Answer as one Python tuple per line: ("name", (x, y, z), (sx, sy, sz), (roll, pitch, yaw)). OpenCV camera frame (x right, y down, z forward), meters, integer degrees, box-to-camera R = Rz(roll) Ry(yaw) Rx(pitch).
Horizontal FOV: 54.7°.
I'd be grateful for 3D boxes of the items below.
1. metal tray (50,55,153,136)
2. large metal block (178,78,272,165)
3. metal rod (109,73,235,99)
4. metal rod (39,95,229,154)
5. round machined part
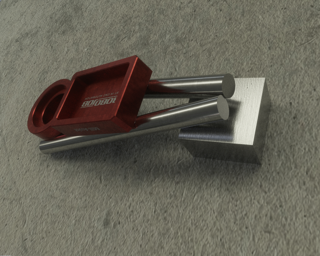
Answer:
("metal tray", (-0.078, -0.038, 0.398), (0.130, 0.030, 0.090), (-4, 59, 40))
("large metal block", (0.076, -0.009, 0.352), (0.080, 0.050, 0.080), (4, 64, 29))
("metal rod", (-0.039, -0.051, 0.414), (0.300, 0.025, 0.025), (5, 64, 44))
("metal rod", (-0.057, 0.004, 0.390), (0.300, 0.025, 0.025), (-12, 56, 36))
("round machined part", (-0.156, -0.025, 0.482), (0.098, 0.042, 0.098), (-21, 50, 27))
